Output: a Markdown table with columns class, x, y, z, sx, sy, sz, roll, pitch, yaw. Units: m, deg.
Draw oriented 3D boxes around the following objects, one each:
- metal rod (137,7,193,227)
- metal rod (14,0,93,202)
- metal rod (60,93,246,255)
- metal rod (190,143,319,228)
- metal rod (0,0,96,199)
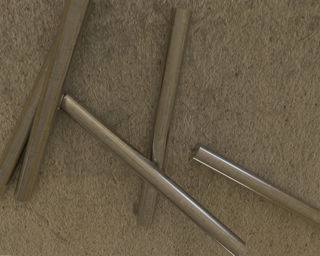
| class | x | y | z | sx | sy | sz | roll | pitch | yaw |
| --- | --- | --- | --- | --- | --- | --- | --- | --- | --- |
| metal rod | 0.002 | 0.000 | 0.409 | 0.025 | 0.025 | 0.298 | 9 | 110 | -3 |
| metal rod | -0.137 | -0.024 | 0.380 | 0.025 | 0.025 | 0.298 | 22 | 116 | -8 |
| metal rod | -0.008 | 0.062 | 0.404 | 0.300 | 0.025 | 0.025 | 41 | 105 | -3 |
| metal rod | 0.178 | 0.102 | 0.448 | 0.301 | 0.025 | 0.025 | 29 | 108 | -10 |
| metal rod | -0.160 | -0.028 | 0.397 | 0.025 | 0.025 | 0.298 | 29 | 107 | -10 |
